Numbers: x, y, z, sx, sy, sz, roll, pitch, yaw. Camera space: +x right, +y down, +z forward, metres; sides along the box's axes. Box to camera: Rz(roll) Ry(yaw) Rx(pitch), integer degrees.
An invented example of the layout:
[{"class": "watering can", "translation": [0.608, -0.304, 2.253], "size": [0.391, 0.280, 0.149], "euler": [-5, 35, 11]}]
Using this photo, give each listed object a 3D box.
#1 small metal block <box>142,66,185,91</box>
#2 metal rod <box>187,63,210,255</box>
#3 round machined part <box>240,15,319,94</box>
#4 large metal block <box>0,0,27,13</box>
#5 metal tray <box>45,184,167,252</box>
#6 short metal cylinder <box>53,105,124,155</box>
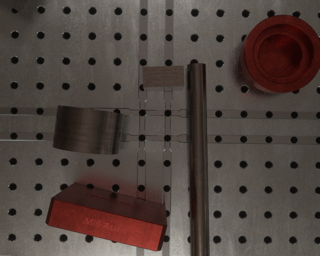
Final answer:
[{"class": "small metal block", "translation": [0.004, -0.063, 0.401], "size": [0.050, 0.050, 0.025], "euler": [-2, 90, -1]}, {"class": "metal rod", "translation": [0.052, 0.065, 0.414], "size": [0.025, 0.025, 0.298], "euler": [-1, 90, -1]}, {"class": "round machined part", "translation": [0.154, -0.093, 0.407], "size": [0.099, 0.042, 0.097], "euler": [0, 90, -1]}, {"class": "large metal block", "translation": [-0.208, -0.210, 0.398], "size": [0.080, 0.050, 0.080], "euler": [27, 90, -1]}, {"class": "metal tray", "translation": [-0.059, 0.105, 0.380], "size": [0.131, 0.090, 0.030], "euler": [14, 90, -1]}, {"class": "short metal cylinder", "translation": [-0.088, 0.002, 0.385], "size": [0.081, 0.080, 0.050], "euler": [7, 90, -1]}]
